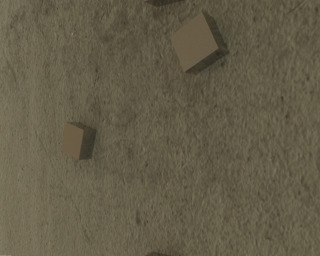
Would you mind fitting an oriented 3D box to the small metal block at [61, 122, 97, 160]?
[{"bbox_3d":[-0.135,0.020,0.513,0.050,0.025,0.050,20,103,38],"label":"small metal block"}]

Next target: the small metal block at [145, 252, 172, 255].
[{"bbox_3d":[0.004,0.193,0.400,0.050,0.025,0.050,-7,86,39],"label":"small metal block"}]

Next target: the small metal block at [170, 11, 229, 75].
[{"bbox_3d":[0.046,-0.099,0.366,0.050,0.025,0.050,-31,71,35],"label":"small metal block"}]

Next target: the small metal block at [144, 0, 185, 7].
[{"bbox_3d":[0.008,-0.189,0.397,0.050,0.025,0.050,4,93,39],"label":"small metal block"}]
